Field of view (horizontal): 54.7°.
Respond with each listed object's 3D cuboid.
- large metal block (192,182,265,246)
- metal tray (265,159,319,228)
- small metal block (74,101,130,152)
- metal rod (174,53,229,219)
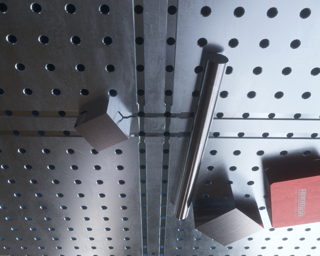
[{"bbox_3d":[0.114,0.148,0.523,0.080,0.050,0.080,-36,122,26],"label":"large metal block"},{"bbox_3d":[0.224,0.111,0.507,0.090,0.030,0.129,-12,130,9],"label":"metal tray"},{"bbox_3d":[-0.075,-0.001,0.410,0.050,0.025,0.050,-23,127,18],"label":"small metal block"},{"bbox_3d":[0.050,0.035,0.442,0.025,0.025,0.298,4,130,-4],"label":"metal rod"}]
